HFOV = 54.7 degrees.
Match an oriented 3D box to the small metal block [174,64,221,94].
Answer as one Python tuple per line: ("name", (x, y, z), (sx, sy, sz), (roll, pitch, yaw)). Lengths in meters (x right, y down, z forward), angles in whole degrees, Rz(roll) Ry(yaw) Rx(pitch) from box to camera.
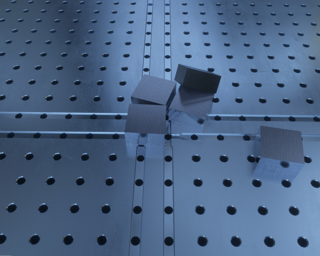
("small metal block", (0.053, -0.072, 0.445), (0.050, 0.025, 0.050), (11, 15, -14))

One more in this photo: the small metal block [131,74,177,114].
("small metal block", (-0.008, -0.047, 0.447), (0.050, 0.025, 0.050), (15, 52, 12))

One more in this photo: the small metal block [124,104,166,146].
("small metal block", (-0.018, -0.005, 0.411), (0.050, 0.025, 0.050), (3, 50, 2))

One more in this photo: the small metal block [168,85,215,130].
("small metal block", (0.044, -0.030, 0.434), (0.050, 0.025, 0.050), (17, 52, 13))

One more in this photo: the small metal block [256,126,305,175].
("small metal block", (0.148, 0.027, 0.387), (0.050, 0.025, 0.050), (9, 51, 7))
